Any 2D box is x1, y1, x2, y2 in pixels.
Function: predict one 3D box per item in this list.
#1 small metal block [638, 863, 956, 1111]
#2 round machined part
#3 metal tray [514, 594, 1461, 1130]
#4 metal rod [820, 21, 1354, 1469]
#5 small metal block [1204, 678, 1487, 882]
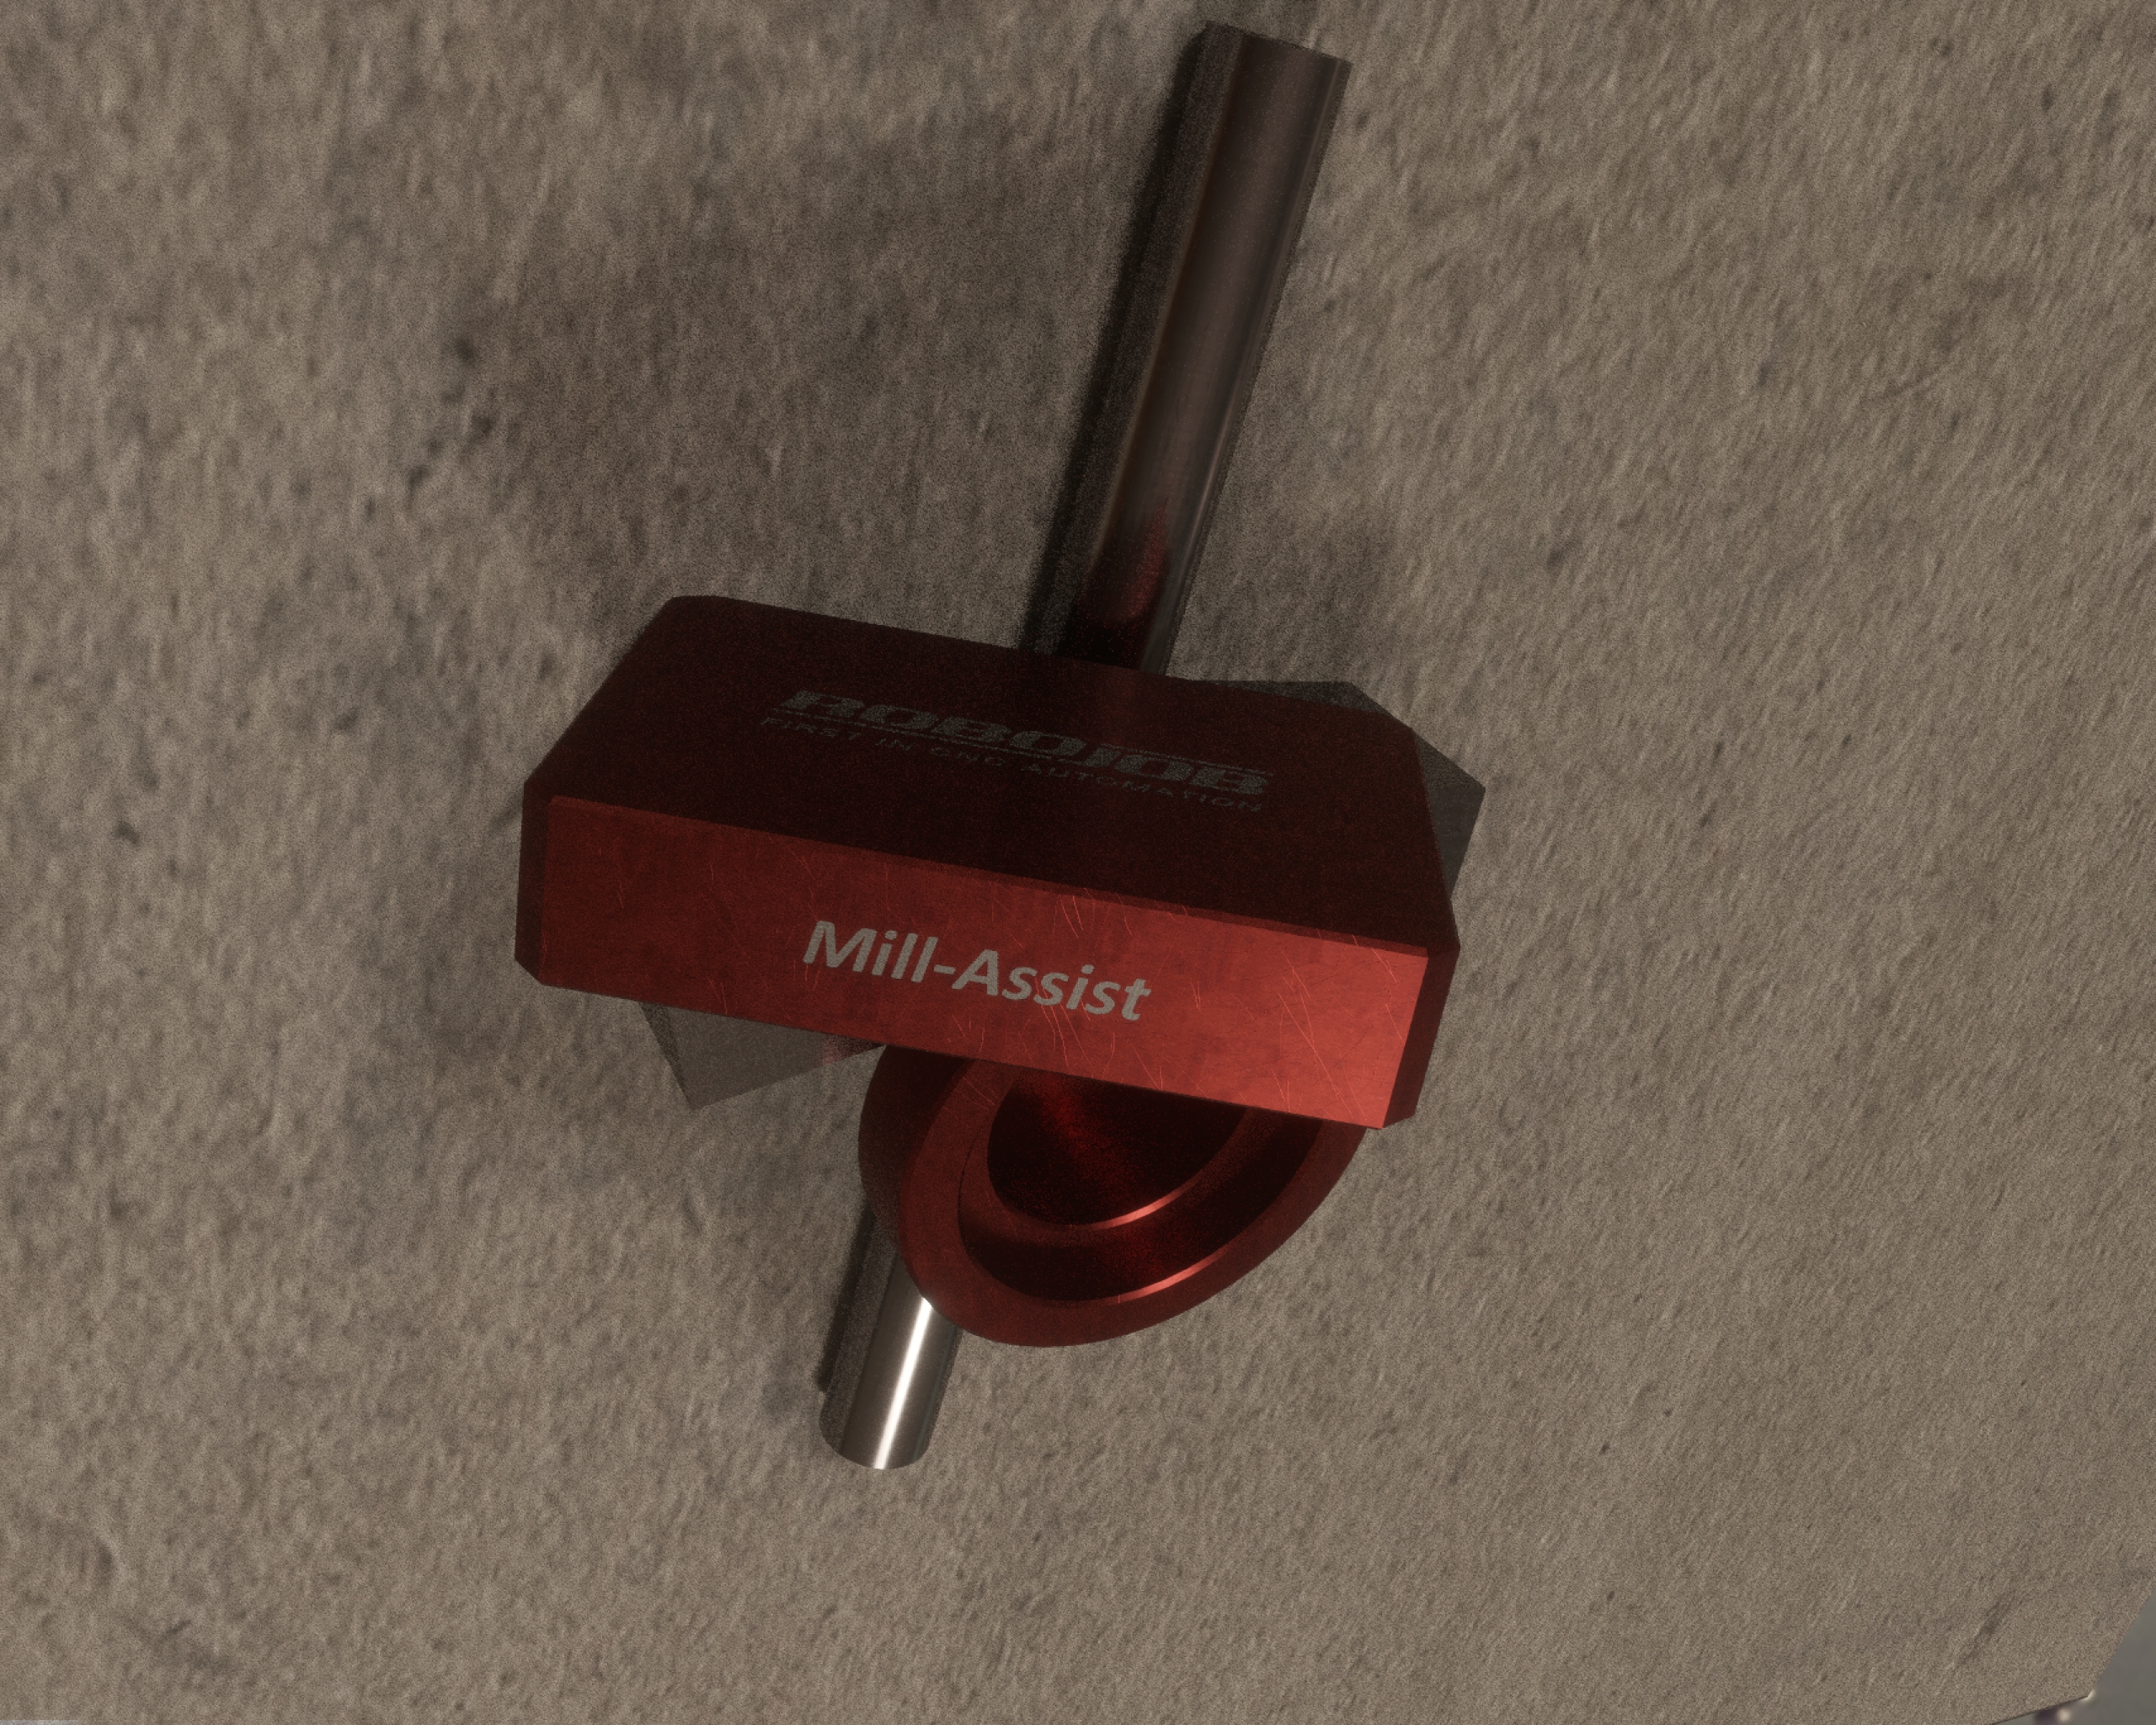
[{"bbox_3d":[-0.054,0.012,0.371,0.050,0.050,0.025,-18,126,-19],"label":"small metal block"},{"bbox_3d":[0.005,0.040,0.390,0.099,0.042,0.097,-16,129,-21],"label":"round machined part"},{"bbox_3d":[-0.011,-0.004,0.329,0.131,0.090,0.030,10,115,-1],"label":"metal tray"},{"bbox_3d":[-0.006,-0.005,0.404,0.025,0.025,0.298,2,117,-30],"label":"metal rod"},{"bbox_3d":[0.042,-0.014,0.408,0.050,0.050,0.025,-2,119,-28],"label":"small metal block"}]
